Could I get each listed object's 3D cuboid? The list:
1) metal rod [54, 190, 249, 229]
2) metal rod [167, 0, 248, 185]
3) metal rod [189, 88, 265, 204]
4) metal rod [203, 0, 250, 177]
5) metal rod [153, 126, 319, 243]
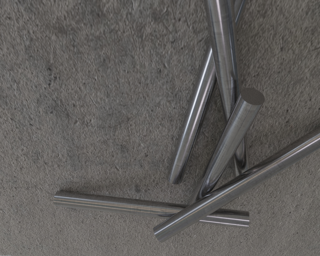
[{"bbox_3d":[-0.018,0.125,0.481,0.301,0.025,0.025,4,131,8],"label":"metal rod"},{"bbox_3d":[0.050,-0.035,0.377,0.025,0.025,0.298,8,130,-7],"label":"metal rod"},{"bbox_3d":[0.073,0.062,0.427,0.025,0.025,0.298,6,140,-5],"label":"metal rod"},{"bbox_3d":[0.085,-0.027,0.361,0.025,0.025,0.299,-12,137,10],"label":"metal rod"},{"bbox_3d":[0.120,0.074,0.429,0.300,0.025,0.025,-34,123,10],"label":"metal rod"}]
